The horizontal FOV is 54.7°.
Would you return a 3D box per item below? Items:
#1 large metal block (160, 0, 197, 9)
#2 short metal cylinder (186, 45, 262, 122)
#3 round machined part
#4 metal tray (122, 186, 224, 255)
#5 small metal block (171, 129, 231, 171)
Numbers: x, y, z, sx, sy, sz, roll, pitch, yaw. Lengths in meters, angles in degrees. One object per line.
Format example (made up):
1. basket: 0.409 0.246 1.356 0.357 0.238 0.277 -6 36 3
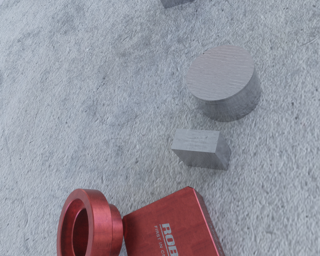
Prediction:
1. large metal block: 0.031 -0.253 0.508 0.080 0.080 0.050 -7 59 25
2. short metal cylinder: 0.079 -0.054 0.380 0.080 0.050 0.080 -13 56 21
3. round machined part: -0.076 0.118 0.343 0.098 0.042 0.098 -21 63 49
4. metal tray: 0.018 0.135 0.308 0.090 0.030 0.130 -27 52 11
5. small metal block: 0.047 0.025 0.348 0.050 0.050 0.025 3 64 29
